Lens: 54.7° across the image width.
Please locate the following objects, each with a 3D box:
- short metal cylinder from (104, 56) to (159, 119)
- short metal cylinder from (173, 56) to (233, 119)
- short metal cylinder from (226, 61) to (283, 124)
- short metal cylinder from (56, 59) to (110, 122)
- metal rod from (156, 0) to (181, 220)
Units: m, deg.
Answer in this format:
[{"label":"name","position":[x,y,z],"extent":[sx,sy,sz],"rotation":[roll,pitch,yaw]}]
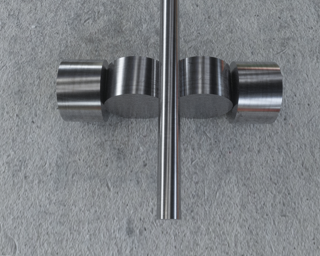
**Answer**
[{"label":"short metal cylinder","position":[-0.029,-0.049,0.398],"extent":[0.080,0.080,0.050],"rotation":[1,70,0]},{"label":"short metal cylinder","position":[0.051,-0.049,0.398],"extent":[0.080,0.080,0.050],"rotation":[1,70,0]},{"label":"short metal cylinder","position":[0.117,-0.045,0.398],"extent":[0.050,0.080,0.080],"rotation":[1,70,0]},{"label":"short metal cylinder","position":[-0.094,-0.047,0.397],"extent":[0.050,0.080,0.080],"rotation":[1,70,0]},{"label":"metal rod","position":[0.011,-0.048,0.362],"extent":[0.025,0.025,0.299],"rotation":[1,70,0]}]
